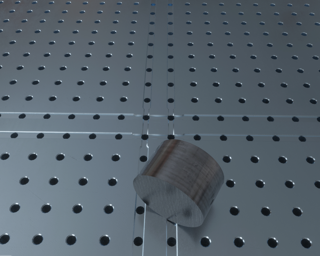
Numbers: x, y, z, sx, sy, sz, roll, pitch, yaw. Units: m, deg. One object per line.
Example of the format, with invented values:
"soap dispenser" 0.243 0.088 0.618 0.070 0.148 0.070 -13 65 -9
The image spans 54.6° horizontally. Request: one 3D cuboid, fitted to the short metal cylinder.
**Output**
"short metal cylinder" 0.020 0.058 0.324 0.080 0.080 0.050 24 54 19
